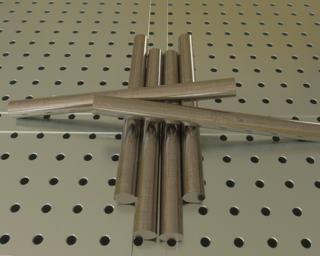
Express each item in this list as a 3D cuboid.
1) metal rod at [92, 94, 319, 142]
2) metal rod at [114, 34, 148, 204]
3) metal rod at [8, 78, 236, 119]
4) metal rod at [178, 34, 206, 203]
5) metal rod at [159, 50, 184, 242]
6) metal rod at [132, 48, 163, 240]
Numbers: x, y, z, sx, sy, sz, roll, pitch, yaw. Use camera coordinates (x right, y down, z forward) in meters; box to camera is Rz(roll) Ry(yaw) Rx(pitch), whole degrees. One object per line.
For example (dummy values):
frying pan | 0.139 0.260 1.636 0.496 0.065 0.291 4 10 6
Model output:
metal rod | 0.069 -0.011 0.390 0.302 0.025 0.025 7 50 -6
metal rod | -0.035 -0.037 0.438 0.025 0.025 0.300 1 50 1
metal rod | -0.054 -0.038 0.410 0.301 0.025 0.025 -5 50 7
metal rod | 0.041 -0.038 0.439 0.025 0.025 0.300 1 50 1
metal rod | 0.015 -0.003 0.412 0.025 0.025 0.300 1 50 1
metal rod | -0.012 -0.006 0.411 0.025 0.025 0.300 1 50 1
